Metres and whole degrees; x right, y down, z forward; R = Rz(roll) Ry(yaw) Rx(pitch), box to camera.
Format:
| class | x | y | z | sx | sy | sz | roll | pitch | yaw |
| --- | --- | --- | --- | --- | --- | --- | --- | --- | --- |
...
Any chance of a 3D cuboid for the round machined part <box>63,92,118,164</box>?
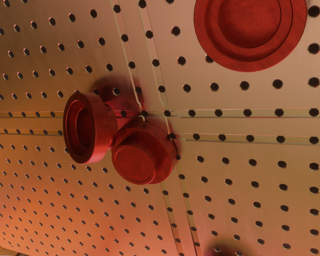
| class | x | y | z | sx | sy | sz | roll | pitch | yaw |
| --- | --- | --- | --- | --- | --- | --- | --- | --- | --- |
| round machined part | -0.095 | 0.000 | 0.432 | 0.098 | 0.042 | 0.097 | 6 | 97 | 49 |

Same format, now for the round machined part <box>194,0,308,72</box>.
| class | x | y | z | sx | sy | sz | roll | pitch | yaw |
| --- | --- | --- | --- | --- | --- | --- | --- | --- | --- |
| round machined part | 0.085 | -0.105 | 0.290 | 0.098 | 0.042 | 0.097 | 13 | 124 | 21 |

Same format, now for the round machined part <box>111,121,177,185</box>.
| class | x | y | z | sx | sy | sz | roll | pitch | yaw |
| --- | --- | --- | --- | --- | --- | --- | --- | --- | --- |
| round machined part | -0.029 | 0.042 | 0.442 | 0.098 | 0.042 | 0.097 | 13 | 124 | 21 |
